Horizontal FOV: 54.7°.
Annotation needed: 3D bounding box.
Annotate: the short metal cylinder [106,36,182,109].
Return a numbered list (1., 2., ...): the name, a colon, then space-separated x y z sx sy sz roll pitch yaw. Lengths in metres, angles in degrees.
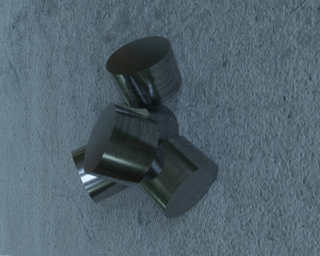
1. short metal cylinder: -0.018 -0.069 0.378 0.080 0.080 0.050 18 145 38

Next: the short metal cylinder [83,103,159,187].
1. short metal cylinder: -0.044 0.019 0.339 0.080 0.050 0.080 -45 33 41

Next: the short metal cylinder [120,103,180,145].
1. short metal cylinder: -0.022 0.006 0.408 0.080 0.050 0.080 0 89 39

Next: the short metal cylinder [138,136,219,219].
1. short metal cylinder: 0.020 0.056 0.354 0.050 0.081 0.080 42 115 32

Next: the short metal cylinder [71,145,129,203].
1. short metal cylinder: -0.082 0.058 0.431 0.080 0.050 0.080 61 169 22
